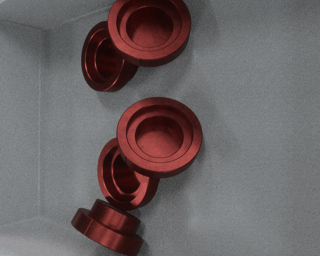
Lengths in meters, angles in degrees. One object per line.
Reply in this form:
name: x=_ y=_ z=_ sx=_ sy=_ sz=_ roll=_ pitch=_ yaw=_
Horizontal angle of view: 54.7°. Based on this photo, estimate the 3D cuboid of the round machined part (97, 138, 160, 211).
round machined part: x=-0.038 y=0.060 z=0.425 sx=0.098 sy=0.042 sz=0.097 roll=0 pitch=90 yaw=39

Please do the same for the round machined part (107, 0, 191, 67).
round machined part: x=-0.012 y=-0.120 z=0.383 sx=0.099 sy=0.042 sz=0.098 roll=0 pitch=77 yaw=0

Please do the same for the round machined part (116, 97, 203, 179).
round machined part: x=-0.001 y=0.014 z=0.372 sx=0.098 sy=0.099 sz=0.042 roll=58 pitch=162 yaw=23

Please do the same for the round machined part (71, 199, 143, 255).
round machined part: x=-0.065 y=0.130 z=0.418 sx=0.098 sy=0.098 sz=0.042 roll=17 pitch=74 yaw=38

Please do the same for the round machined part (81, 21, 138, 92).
round machined part: x=-0.068 y=-0.100 z=0.448 sx=0.098 sy=0.042 sz=0.097 roll=1 pitch=91 yaw=42
